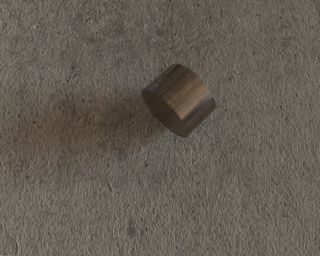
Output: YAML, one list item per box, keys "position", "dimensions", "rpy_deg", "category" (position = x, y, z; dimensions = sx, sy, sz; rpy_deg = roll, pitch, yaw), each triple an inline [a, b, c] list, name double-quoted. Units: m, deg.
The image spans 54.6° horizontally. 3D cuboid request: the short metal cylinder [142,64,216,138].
- position: [0.023, -0.034, 0.391]
  dimensions: [0.080, 0.080, 0.050]
  rpy_deg: [43, 76, 14]
  category: "short metal cylinder"
